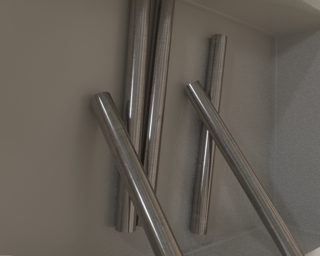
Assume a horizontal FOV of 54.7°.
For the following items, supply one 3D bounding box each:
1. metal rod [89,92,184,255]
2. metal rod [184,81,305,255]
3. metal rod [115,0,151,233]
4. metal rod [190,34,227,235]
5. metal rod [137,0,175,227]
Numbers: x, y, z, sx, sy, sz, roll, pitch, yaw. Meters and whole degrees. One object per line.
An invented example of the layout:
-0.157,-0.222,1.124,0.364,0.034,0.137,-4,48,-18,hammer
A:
-0.005,0.094,0.309,0.025,0.025,0.299,-12,68,-39,metal rod
0.118,0.067,0.424,0.025,0.025,0.299,-23,79,-38,metal rod
-0.032,-0.027,0.379,0.025,0.025,0.298,6,86,-40,metal rod
0.074,0.006,0.468,0.025,0.025,0.298,12,83,-40,metal rod
-0.006,-0.027,0.400,0.025,0.025,0.298,10,84,-40,metal rod
